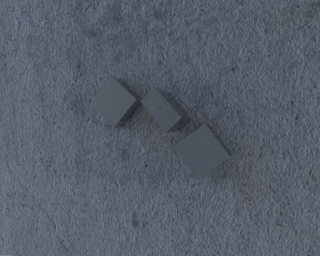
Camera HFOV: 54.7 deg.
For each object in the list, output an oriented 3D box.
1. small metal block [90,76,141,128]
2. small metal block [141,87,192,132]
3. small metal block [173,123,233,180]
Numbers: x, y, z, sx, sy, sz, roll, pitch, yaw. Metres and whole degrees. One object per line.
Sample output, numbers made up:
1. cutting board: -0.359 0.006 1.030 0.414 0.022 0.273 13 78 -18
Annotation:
1. small metal block: -0.060 -0.036 0.430 0.050 0.025 0.050 44 103 14
2. small metal block: 0.009 -0.022 0.392 0.025 0.050 0.050 -43 77 15
3. small metal block: 0.054 0.029 0.390 0.050 0.025 0.050 -39 78 16
